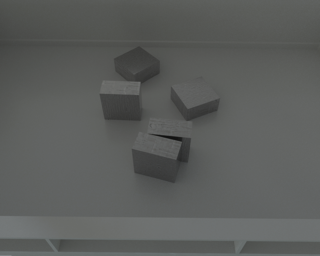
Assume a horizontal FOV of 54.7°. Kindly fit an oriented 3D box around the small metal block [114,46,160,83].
[{"bbox_3d":[-0.036,-0.097,0.486,0.050,0.025,0.050,-34,58,-26],"label":"small metal block"}]

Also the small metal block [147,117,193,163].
[{"bbox_3d":[0.012,0.015,0.376,0.050,0.050,0.025,6,50,4],"label":"small metal block"}]

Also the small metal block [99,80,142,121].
[{"bbox_3d":[-0.051,-0.036,0.419,0.050,0.050,0.025,2,50,1],"label":"small metal block"}]

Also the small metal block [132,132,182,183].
[{"bbox_3d":[-0.003,0.035,0.360,0.050,0.050,0.025,13,51,10],"label":"small metal block"}]

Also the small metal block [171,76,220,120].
[{"bbox_3d":[0.049,-0.042,0.441,0.050,0.025,0.050,-19,53,-16],"label":"small metal block"}]
